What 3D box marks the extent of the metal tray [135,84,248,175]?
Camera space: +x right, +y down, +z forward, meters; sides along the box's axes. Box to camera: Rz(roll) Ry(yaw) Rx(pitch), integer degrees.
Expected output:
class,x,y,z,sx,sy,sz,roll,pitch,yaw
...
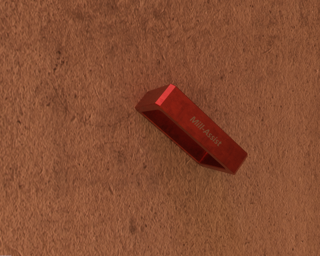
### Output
class,x,y,z,sx,sy,sz,roll,pitch,yaw
metal tray,0.036,0.003,0.390,0.130,0.090,0.030,41,77,-16
